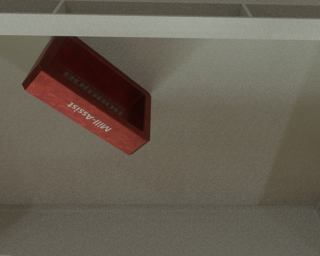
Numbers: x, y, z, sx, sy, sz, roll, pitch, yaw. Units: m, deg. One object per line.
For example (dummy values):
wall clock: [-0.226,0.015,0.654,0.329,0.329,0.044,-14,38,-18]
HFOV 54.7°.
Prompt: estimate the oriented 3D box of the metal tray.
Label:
metal tray: [-0.067,-0.039,0.332,0.130,0.090,0.030,36,121,-27]
